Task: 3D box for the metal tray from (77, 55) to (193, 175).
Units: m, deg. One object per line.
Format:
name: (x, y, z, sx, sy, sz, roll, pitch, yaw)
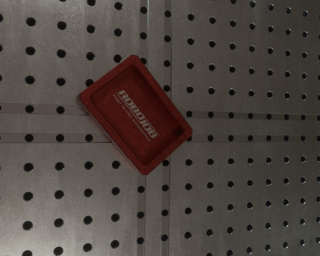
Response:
metal tray: (-0.030, -0.016, 0.399, 0.090, 0.030, 0.130, -41, 103, -16)
